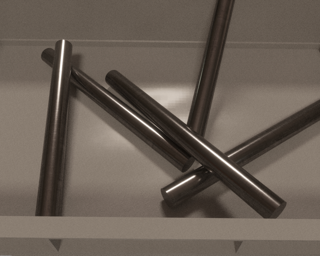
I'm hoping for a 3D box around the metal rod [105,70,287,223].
[{"bbox_3d":[0.019,0.001,0.378,0.025,0.025,0.300,-30,49,-23],"label":"metal rod"}]

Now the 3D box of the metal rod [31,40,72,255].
[{"bbox_3d":[-0.129,-0.002,0.386,0.025,0.025,0.299,-5,56,-4],"label":"metal rod"}]

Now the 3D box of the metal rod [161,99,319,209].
[{"bbox_3d":[0.135,0.016,0.393,0.302,0.025,0.025,-26,55,-21],"label":"metal rod"}]

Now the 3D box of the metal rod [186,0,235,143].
[{"bbox_3d":[0.076,-0.117,0.417,0.025,0.025,0.299,12,78,10],"label":"metal rod"}]

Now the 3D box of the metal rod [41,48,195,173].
[{"bbox_3d":[-0.073,-0.037,0.435,0.300,0.025,0.025,37,59,26],"label":"metal rod"}]
